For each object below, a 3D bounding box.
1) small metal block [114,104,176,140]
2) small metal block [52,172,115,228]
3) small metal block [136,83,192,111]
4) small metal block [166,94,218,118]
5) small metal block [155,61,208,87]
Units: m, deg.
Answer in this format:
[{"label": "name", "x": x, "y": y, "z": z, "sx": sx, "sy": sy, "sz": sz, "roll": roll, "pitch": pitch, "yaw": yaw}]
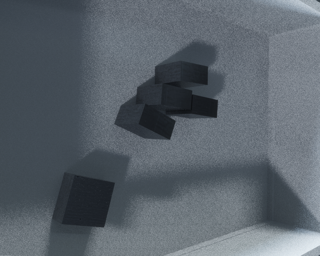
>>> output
[{"label": "small metal block", "x": -0.018, "y": -0.007, "z": 0.377, "sx": 0.050, "sy": 0.050, "sz": 0.025, "roll": 28, "pitch": 73, "yaw": -37}, {"label": "small metal block", "x": -0.083, "y": 0.079, "z": 0.339, "sx": 0.050, "sy": 0.025, "sz": 0.050, "roll": 20, "pitch": 77, "yaw": -39}, {"label": "small metal block", "x": 0.005, "y": -0.038, "z": 0.396, "sx": 0.050, "sy": 0.050, "sz": 0.025, "roll": 7, "pitch": 86, "yaw": -40}, {"label": "small metal block", "x": 0.044, "y": -0.029, "z": 0.429, "sx": 0.050, "sy": 0.050, "sz": 0.025, "roll": 7, "pitch": 86, "yaw": -40}, {"label": "small metal block", "x": 0.029, "y": -0.070, "z": 0.416, "sx": 0.050, "sy": 0.050, "sz": 0.025, "roll": 1, "pitch": 90, "yaw": -40}]
